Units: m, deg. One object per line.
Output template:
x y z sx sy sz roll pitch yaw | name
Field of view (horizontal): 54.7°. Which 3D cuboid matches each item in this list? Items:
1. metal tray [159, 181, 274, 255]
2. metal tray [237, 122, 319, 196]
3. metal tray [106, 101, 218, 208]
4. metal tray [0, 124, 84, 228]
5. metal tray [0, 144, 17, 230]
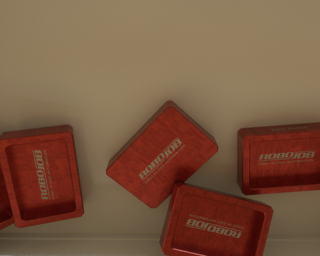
0.074 0.130 0.408 0.131 0.030 0.090 15 87 -7 | metal tray
0.175 0.042 0.426 0.131 0.030 0.089 -5 110 1 | metal tray
0.002 0.038 0.423 0.090 0.030 0.130 41 105 -14 | metal tray
-0.157 0.065 0.418 0.091 0.030 0.129 -7 111 -14 | metal tray
-0.245 0.082 0.405 0.030 0.091 0.129 14 117 41 | metal tray
